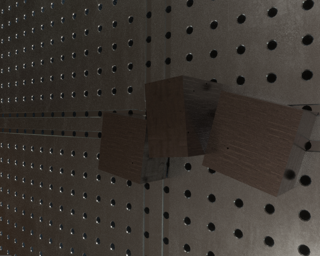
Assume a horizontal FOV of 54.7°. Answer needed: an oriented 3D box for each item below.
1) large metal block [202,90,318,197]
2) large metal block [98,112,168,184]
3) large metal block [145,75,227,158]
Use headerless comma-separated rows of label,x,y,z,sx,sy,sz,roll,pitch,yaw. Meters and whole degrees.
large metal block,0.098,0.012,0.311,0.080,0.050,0.079,21,103,37
large metal block,-0.035,0.023,0.420,0.080,0.050,0.079,11,97,39
large metal block,0.031,-0.010,0.346,0.050,0.081,0.080,-6,86,40
